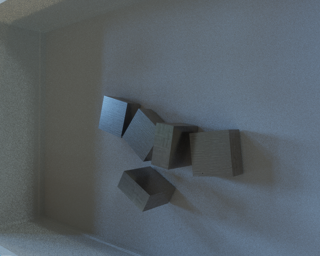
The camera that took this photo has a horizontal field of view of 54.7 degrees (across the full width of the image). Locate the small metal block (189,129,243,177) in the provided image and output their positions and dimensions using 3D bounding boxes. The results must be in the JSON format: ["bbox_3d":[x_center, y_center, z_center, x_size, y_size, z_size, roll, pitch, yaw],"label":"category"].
[{"bbox_3d":[0.063,0.029,0.350,0.050,0.025,0.050,-7,86,39],"label":"small metal block"}]

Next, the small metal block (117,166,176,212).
[{"bbox_3d":[-0.017,0.077,0.400,0.050,0.050,0.025,37,114,33],"label":"small metal block"}]

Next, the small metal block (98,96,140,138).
[{"bbox_3d":[-0.060,-0.017,0.451,0.050,0.025,0.050,20,102,38],"label":"small metal block"}]

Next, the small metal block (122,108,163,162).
[{"bbox_3d":[-0.017,0.009,0.415,0.050,0.025,0.050,46,117,30],"label":"small metal block"}]

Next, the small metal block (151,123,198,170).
[{"bbox_3d":[0.018,0.020,0.372,0.025,0.050,0.050,12,98,38],"label":"small metal block"}]
